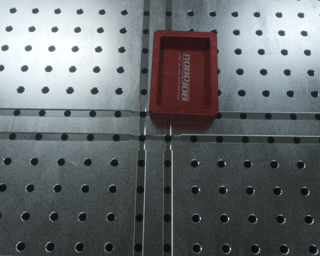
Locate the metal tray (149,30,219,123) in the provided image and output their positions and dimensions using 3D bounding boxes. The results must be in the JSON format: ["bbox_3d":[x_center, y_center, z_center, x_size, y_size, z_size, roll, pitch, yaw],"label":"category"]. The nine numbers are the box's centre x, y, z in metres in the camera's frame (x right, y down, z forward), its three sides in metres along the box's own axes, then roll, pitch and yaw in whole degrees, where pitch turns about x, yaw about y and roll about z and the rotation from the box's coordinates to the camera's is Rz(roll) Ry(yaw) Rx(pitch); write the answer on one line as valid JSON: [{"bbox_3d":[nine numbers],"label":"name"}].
[{"bbox_3d":[0.034,-0.074,0.436,0.091,0.030,0.130,3,70,0],"label":"metal tray"}]
